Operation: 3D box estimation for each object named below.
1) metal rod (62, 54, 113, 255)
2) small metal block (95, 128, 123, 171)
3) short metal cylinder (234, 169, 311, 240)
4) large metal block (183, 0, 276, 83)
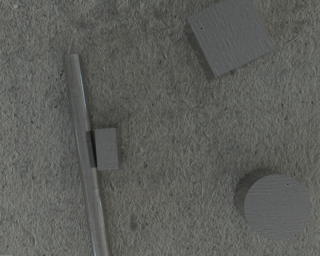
[{"bbox_3d":[-0.093,0.053,0.409,0.025,0.025,0.298,-9,90,0],"label":"metal rod"},{"bbox_3d":[-0.064,0.025,0.397,0.025,0.050,0.050,-4,90,0],"label":"small metal block"},{"bbox_3d":[0.142,0.095,0.399,0.081,0.050,0.079,0,90,0],"label":"short metal cylinder"},{"bbox_3d":[0.086,-0.114,0.398,0.080,0.050,0.080,-26,90,0],"label":"large metal block"}]
